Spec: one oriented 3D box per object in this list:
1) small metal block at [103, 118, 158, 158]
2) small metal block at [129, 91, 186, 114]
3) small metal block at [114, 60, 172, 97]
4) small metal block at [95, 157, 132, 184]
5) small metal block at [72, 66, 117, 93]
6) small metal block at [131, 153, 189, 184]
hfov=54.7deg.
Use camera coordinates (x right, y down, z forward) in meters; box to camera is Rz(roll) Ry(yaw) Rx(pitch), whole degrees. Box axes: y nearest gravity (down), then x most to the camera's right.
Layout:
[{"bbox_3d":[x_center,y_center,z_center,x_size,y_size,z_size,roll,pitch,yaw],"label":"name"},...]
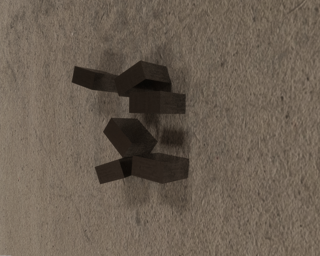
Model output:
[{"bbox_3d":[-0.040,0.012,0.419,0.050,0.050,0.025,48,118,29],"label":"small metal block"},{"bbox_3d":[-0.003,-0.031,0.389,0.050,0.050,0.025,2,91,39],"label":"small metal block"},{"bbox_3d":[-0.022,-0.061,0.405,0.050,0.050,0.025,-26,74,36],"label":"small metal block"},{"bbox_3d":[-0.052,0.055,0.427,0.050,0.050,0.025,-20,86,38],"label":"small metal block"},{"bbox_3d":[-0.094,-0.073,0.464,0.050,0.050,0.025,22,104,37],"label":"small metal block"},{"bbox_3d":[0.001,0.049,0.386,0.050,0.050,0.025,8,95,39],"label":"small metal block"}]
